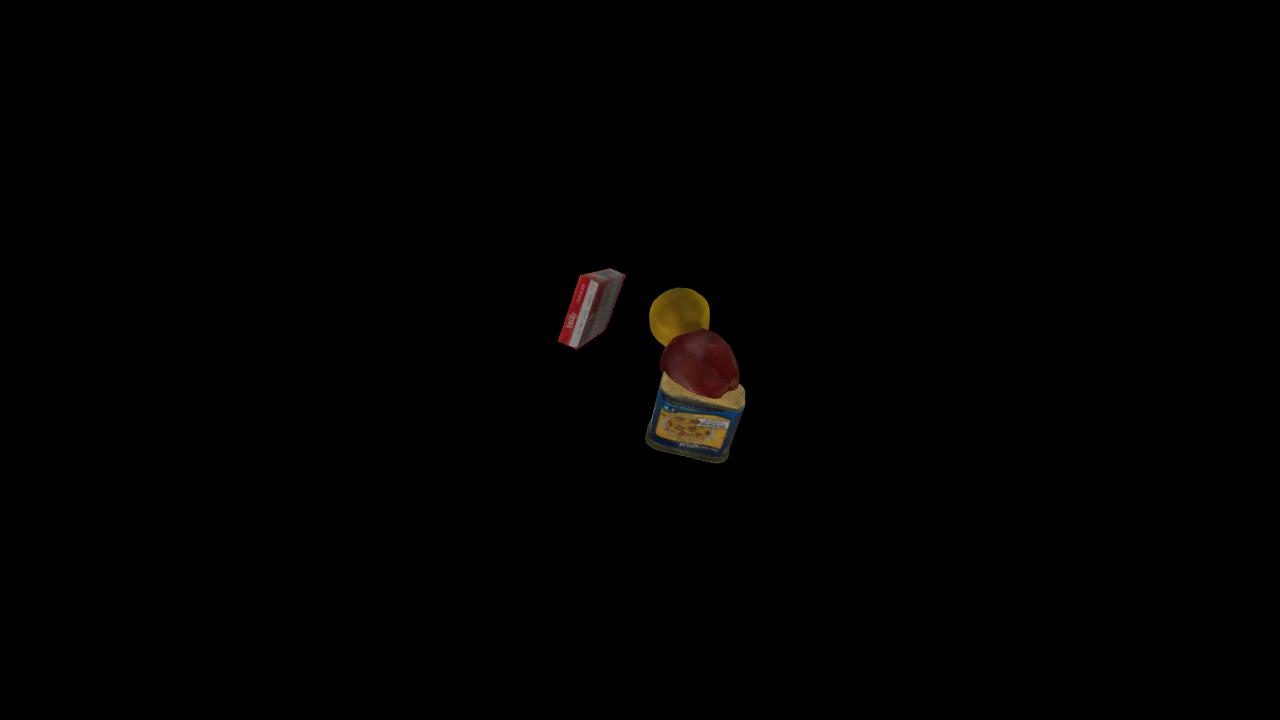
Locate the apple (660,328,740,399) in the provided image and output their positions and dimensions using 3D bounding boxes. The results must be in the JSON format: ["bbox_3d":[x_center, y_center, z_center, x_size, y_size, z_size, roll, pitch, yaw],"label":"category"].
[{"bbox_3d":[0.069,0.006,0.703,0.093,0.079,0.079,41,23,30],"label":"apple"}]

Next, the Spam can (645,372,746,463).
[{"bbox_3d":[0.064,0.063,0.710,0.101,0.085,0.058,12,37,1],"label":"Spam can"}]

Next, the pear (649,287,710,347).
[{"bbox_3d":[0.049,-0.033,0.718,0.080,0.080,0.111,0,39,-6],"label":"pear"}]

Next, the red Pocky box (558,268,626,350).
[{"bbox_3d":[-0.056,-0.066,0.749,0.028,0.083,0.155,21,13,5],"label":"red Pocky box"}]
